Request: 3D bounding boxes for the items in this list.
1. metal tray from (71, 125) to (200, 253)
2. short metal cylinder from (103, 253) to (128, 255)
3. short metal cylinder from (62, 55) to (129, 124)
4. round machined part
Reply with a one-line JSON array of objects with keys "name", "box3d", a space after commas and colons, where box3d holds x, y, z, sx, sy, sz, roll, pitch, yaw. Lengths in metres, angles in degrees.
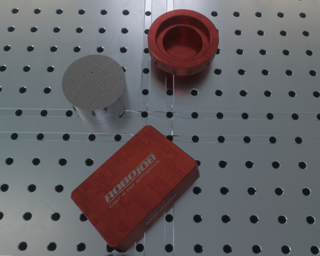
[{"name": "metal tray", "box3d": [-0.029, 0.067, 0.369, 0.130, 0.030, 0.090, -43, 56, -14]}, {"name": "short metal cylinder", "box3d": [-0.053, 0.179, 0.333, 0.081, 0.050, 0.080, 0, 70, 0]}, {"name": "short metal cylinder", "box3d": [-0.084, -0.051, 0.416, 0.081, 0.050, 0.080, 0, 70, 0]}, {"name": "round machined part", "box3d": [0.032, -0.118, 0.446, 0.099, 0.042, 0.098, 0, 70, 0]}]
